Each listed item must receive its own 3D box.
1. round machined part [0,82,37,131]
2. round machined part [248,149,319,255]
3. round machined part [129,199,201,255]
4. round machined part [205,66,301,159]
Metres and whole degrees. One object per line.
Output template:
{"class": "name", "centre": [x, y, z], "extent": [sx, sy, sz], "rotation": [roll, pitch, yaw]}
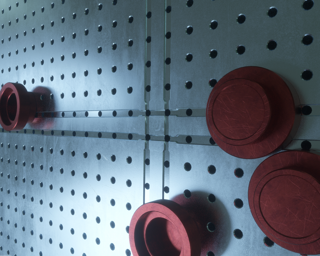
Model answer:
{"class": "round machined part", "centre": [-0.289, -0.042, 0.633], "extent": [0.098, 0.042, 0.097], "rotation": [0, 90, 39]}
{"class": "round machined part", "centre": [0.129, 0.070, 0.291], "extent": [0.098, 0.042, 0.097], "rotation": [0, 90, 39]}
{"class": "round machined part", "centre": [0.010, 0.138, 0.388], "extent": [0.098, 0.042, 0.097], "rotation": [0, 90, 39]}
{"class": "round machined part", "centre": [0.089, -0.016, 0.323], "extent": [0.098, 0.042, 0.097], "rotation": [0, 90, 39]}
